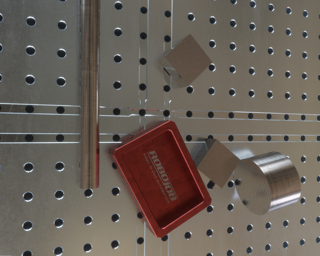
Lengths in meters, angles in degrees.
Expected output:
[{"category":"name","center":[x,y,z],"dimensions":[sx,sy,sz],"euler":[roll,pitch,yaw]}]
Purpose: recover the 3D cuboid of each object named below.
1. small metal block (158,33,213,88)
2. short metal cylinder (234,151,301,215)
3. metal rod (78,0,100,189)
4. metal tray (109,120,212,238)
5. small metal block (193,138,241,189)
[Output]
[{"category":"small metal block","center":[0.035,-0.092,0.427],"dimensions":[0.050,0.025,0.050],"euler":[-45,105,-15]},{"category":"short metal cylinder","center":[0.150,0.078,0.441],"dimensions":[0.050,0.080,0.079],"euler":[-11,94,-20]},{"category":"metal rod","center":[-0.087,-0.077,0.381],"dimensions":[0.025,0.025,0.298],"euler":[0,90,-20]},{"category":"metal tray","center":[0.002,0.065,0.411],"dimensions":[0.091,0.030,0.129],"euler":[-29,100,-18]},{"category":"small metal block","center":[0.078,0.050,0.443],"dimensions":[0.050,0.025,0.050],"euler":[40,77,-16]}]
